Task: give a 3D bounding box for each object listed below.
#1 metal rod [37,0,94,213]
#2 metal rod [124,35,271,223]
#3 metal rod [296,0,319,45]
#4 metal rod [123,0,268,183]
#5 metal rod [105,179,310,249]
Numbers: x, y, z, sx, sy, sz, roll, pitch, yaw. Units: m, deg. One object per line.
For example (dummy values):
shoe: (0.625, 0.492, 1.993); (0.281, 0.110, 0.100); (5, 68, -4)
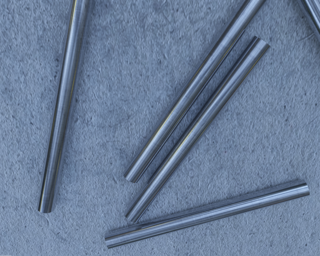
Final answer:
metal rod: (-0.126, -0.019, 0.401); (0.025, 0.025, 0.298); (15, 109, -6)
metal rod: (0.040, 0.013, 0.414); (0.025, 0.025, 0.299); (32, 107, -11)
metal rod: (0.214, -0.094, 0.376); (0.025, 0.025, 0.300); (-34, 107, 12)
metal rod: (0.040, -0.049, 0.391); (0.025, 0.025, 0.299); (31, 107, -11)
metal rod: (0.064, 0.128, 0.457); (0.301, 0.025, 0.025); (-17, 109, 6)
